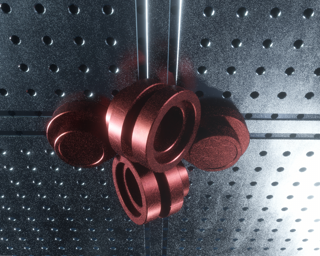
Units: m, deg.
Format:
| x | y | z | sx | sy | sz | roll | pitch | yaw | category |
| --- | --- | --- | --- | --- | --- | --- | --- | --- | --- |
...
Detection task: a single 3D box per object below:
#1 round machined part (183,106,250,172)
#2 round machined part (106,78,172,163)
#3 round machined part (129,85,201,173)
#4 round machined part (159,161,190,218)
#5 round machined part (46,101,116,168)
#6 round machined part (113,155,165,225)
| x | y | z | sx | sy | sz | roll | pitch | yaw | category |
| --- | --- | --- | --- | --- | --- | --- | --- | --- | --- |
| 0.072 | 0.021 | 0.419 | 0.099 | 0.042 | 0.097 | 0 | 130 | 0 | round machined part |
| -0.025 | -0.012 | 0.368 | 0.042 | 0.099 | 0.098 | 25 | 140 | 33 | round machined part |
| 0.002 | -0.002 | 0.353 | 0.042 | 0.099 | 0.098 | 25 | 140 | 33 | round machined part |
| 0.005 | 0.072 | 0.437 | 0.042 | 0.098 | 0.097 | -15 | 137 | -30 | round machined part |
| -0.101 | 0.016 | 0.412 | 0.099 | 0.042 | 0.097 | 0 | 130 | 0 | round machined part |
| -0.025 | 0.077 | 0.423 | 0.042 | 0.098 | 0.097 | -16 | 137 | -30 | round machined part |
